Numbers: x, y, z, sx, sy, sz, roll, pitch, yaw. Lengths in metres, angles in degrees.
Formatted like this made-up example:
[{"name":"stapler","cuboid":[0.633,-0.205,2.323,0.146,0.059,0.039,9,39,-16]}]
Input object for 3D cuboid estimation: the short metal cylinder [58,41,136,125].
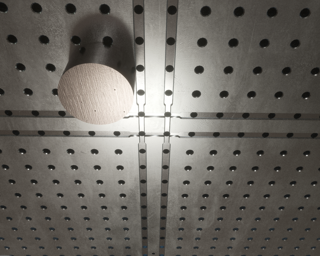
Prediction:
[{"name":"short metal cylinder","cuboid":[-0.069,-0.050,0.352,0.081,0.050,0.079,0,130,0]}]
